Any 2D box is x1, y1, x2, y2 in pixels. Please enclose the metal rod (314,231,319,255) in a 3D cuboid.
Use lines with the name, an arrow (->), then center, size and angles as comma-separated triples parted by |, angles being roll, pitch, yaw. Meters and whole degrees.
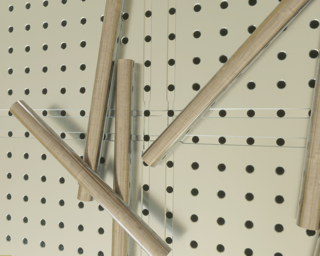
metal rod -> 0.205, 0.053, 0.339 | 0.025, 0.025, 0.298 | 13, 94, 19

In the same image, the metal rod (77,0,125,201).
metal rod -> -0.084, -0.044, 0.442 | 0.025, 0.025, 0.298 | 10, 93, 20

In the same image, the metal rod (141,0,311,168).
metal rod -> 0.082, -0.064, 0.383 | 0.025, 0.025, 0.299 | 45, 104, 14

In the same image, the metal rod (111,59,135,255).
metal rod -> -0.052, 0.056, 0.431 | 0.025, 0.025, 0.298 | 2, 91, 20

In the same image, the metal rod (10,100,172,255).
metal rod -> -0.102, 0.064, 0.421 | 0.300, 0.025, 0.025 | 41, 103, 15

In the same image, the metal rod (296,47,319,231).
metal rod -> 0.185, -0.036, 0.346 | 0.025, 0.025, 0.298 | 8, 93, 20
